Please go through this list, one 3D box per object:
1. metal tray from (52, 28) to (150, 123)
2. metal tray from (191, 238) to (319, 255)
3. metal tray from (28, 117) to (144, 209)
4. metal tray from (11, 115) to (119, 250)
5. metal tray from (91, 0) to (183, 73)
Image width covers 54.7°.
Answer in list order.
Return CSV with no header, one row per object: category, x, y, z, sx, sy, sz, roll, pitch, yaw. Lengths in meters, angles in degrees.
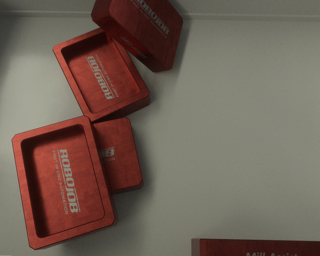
metal tray,-0.081,-0.073,0.432,0.091,0.030,0.130,-26,72,-10
metal tray,0.103,0.134,0.327,0.131,0.090,0.030,1,70,0
metal tray,-0.093,0.044,0.390,0.131,0.030,0.090,-12,71,-5
metal tray,-0.108,0.059,0.351,0.091,0.030,0.130,-17,71,-6
metal tray,-0.023,-0.144,0.408,0.030,0.130,0.090,-1,68,37
